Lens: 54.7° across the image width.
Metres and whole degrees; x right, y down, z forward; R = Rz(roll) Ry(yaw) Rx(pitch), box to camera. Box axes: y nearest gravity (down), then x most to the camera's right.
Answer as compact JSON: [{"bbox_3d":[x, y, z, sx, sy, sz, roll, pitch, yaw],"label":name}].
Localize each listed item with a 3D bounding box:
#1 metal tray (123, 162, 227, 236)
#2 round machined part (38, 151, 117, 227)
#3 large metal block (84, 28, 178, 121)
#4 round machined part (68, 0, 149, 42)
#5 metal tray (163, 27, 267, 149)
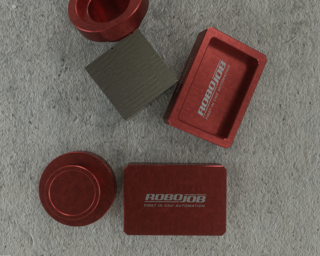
[{"bbox_3d":[0.019,0.092,0.408,0.131,0.030,0.089,1,90,-1],"label":"metal tray"},{"bbox_3d":[-0.108,0.080,0.400,0.099,0.042,0.097,0,90,-1],"label":"round machined part"},{"bbox_3d":[-0.035,-0.065,0.396,0.080,0.050,0.080,-37,91,0],"label":"large metal block"},{"bbox_3d":[-0.060,-0.148,0.388,0.098,0.042,0.098,-6,68,14],"label":"round machined part"},{"bbox_3d":[0.070,-0.049,0.397,0.091,0.030,0.129,23,90,-15],"label":"metal tray"}]
